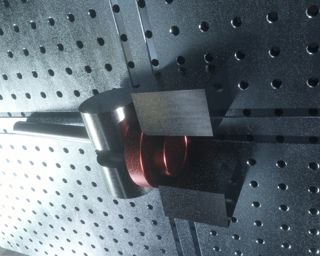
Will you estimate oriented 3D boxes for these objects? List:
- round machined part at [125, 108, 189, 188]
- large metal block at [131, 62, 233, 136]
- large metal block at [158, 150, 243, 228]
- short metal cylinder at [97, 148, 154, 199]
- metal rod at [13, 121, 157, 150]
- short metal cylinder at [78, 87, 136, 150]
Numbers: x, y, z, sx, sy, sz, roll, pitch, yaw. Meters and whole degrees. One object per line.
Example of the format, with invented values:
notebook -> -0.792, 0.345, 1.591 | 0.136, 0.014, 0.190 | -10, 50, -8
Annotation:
round machined part -> 0.002, 0.024, 0.377 | 0.042, 0.098, 0.097 | 1, 119, 28
large metal block -> 0.028, -0.033, 0.342 | 0.080, 0.080, 0.050 | 0, 118, 28
large metal block -> 0.055, 0.072, 0.392 | 0.080, 0.080, 0.050 | 3, 120, 27
short metal cylinder -> -0.041, 0.052, 0.429 | 0.080, 0.080, 0.050 | 2, 120, 27
metal rod -> -0.115, 0.010, 0.463 | 0.300, 0.025, 0.025 | 4, 121, 30
short metal cylinder -> -0.057, -0.014, 0.397 | 0.080, 0.080, 0.050 | 1, 119, 28
